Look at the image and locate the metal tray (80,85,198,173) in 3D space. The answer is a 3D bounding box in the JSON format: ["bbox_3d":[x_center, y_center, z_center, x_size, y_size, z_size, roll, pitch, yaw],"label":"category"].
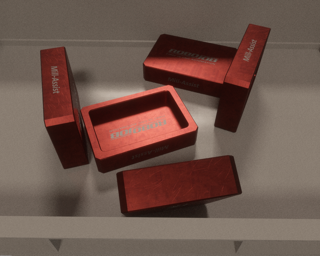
[{"bbox_3d":[-0.028,-0.003,0.403,0.131,0.030,0.090,-16,52,-14],"label":"metal tray"}]

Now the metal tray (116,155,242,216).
[{"bbox_3d":[0.010,0.059,0.287,0.091,0.130,0.030,-8,74,-7],"label":"metal tray"}]

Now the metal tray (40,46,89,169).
[{"bbox_3d":[-0.118,-0.027,0.383,0.030,0.089,0.130,-12,51,-10],"label":"metal tray"}]

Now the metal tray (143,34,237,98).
[{"bbox_3d":[0.049,-0.100,0.487,0.131,0.030,0.090,15,51,12],"label":"metal tray"}]

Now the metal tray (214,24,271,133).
[{"bbox_3d":[0.113,-0.069,0.422,0.030,0.089,0.130,19,52,15],"label":"metal tray"}]
